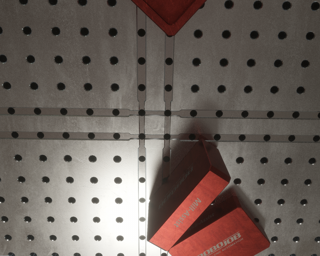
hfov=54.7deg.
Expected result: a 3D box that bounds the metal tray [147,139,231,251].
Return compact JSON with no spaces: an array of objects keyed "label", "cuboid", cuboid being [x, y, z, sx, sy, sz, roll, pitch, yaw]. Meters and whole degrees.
[{"label":"metal tray","cuboid":[0.033,0.086,0.410,0.030,0.090,0.129,34,106,-12]}]

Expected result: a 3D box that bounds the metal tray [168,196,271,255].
[{"label":"metal tray","cuboid":[0.089,0.174,0.476,0.130,0.030,0.090,-36,107,11]}]

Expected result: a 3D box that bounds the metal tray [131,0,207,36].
[{"label":"metal tray","cuboid":[0.024,-0.181,0.344,0.090,0.030,0.130,41,105,-14]}]
